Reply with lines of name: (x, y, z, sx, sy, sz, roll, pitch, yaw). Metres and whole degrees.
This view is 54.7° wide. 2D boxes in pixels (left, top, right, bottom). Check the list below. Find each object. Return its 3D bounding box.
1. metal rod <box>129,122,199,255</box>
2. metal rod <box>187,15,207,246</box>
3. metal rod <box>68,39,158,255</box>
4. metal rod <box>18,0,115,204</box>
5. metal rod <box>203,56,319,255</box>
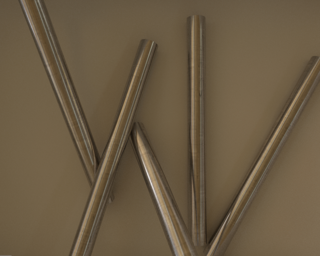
metal rod: (0.019, 0.116, 0.335, 0.025, 0.025, 0.299, -24, 58, 0)
metal rod: (0.049, 0.003, 0.412, 0.025, 0.025, 0.298, 0, 90, -1)
metal rod: (-0.057, 0.029, 0.385, 0.025, 0.025, 0.299, 17, 80, -1)
metal rod: (-0.111, -0.040, 0.365, 0.025, 0.025, 0.298, -16, 108, 0)
metal rod: (0.141, 0.041, 0.413, 0.025, 0.025, 0.299, 29, 90, -1)
